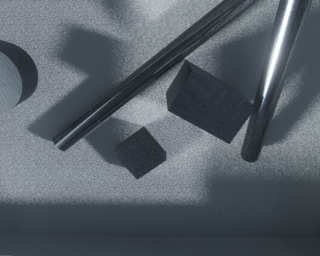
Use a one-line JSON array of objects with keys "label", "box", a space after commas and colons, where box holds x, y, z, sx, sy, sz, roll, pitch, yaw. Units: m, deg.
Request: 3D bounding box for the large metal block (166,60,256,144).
[{"label": "large metal block", "box": [0.055, -0.034, 0.370, 0.080, 0.080, 0.050, 28, 108, -10]}]

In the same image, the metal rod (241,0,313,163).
[{"label": "metal rod", "box": [0.117, -0.059, 0.316, 0.025, 0.025, 0.298, -3, 140, 1]}]

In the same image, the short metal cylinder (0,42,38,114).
[{"label": "short metal cylinder", "box": [-0.197, -0.061, 0.373, 0.081, 0.050, 0.079, 0, 110, -1]}]

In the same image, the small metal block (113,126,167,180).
[{"label": "small metal block", "box": [-0.026, 0.034, 0.424, 0.050, 0.025, 0.050, -36, 107, 12]}]

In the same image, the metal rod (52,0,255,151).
[{"label": "metal rod", "box": [-0.017, -0.066, 0.386, 0.300, 0.025, 0.025, -36, 107, 12]}]
